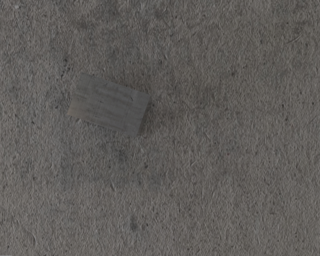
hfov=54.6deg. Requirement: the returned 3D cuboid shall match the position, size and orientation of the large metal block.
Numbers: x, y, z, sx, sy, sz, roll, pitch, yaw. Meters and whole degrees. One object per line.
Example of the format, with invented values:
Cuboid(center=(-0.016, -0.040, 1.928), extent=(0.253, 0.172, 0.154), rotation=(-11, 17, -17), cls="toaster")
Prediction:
Cuboid(center=(-0.057, -0.026, 0.382), extent=(0.080, 0.080, 0.050), rotation=(19, 90, 0), cls="large metal block")
